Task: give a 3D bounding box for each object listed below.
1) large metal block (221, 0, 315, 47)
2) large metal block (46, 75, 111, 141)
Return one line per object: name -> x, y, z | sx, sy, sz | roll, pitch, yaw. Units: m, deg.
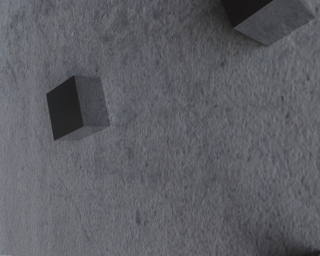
large metal block -> 0.093, -0.132, 0.291 | 0.050, 0.081, 0.080 | -30, 71, 36
large metal block -> -0.132, -0.029, 0.495 | 0.080, 0.050, 0.080 | -21, 77, 37
